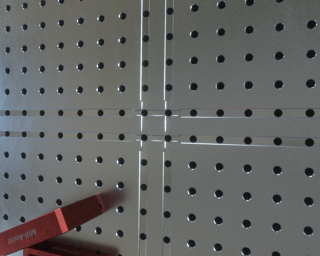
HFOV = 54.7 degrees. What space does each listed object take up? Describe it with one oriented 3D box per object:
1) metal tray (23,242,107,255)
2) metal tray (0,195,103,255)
[{"bbox_3d":[-0.142,0.225,0.458,0.130,0.030,0.089,4,91,19],"label":"metal tray"},{"bbox_3d":[-0.158,0.137,0.432,0.130,0.090,0.030,-25,82,18],"label":"metal tray"}]
